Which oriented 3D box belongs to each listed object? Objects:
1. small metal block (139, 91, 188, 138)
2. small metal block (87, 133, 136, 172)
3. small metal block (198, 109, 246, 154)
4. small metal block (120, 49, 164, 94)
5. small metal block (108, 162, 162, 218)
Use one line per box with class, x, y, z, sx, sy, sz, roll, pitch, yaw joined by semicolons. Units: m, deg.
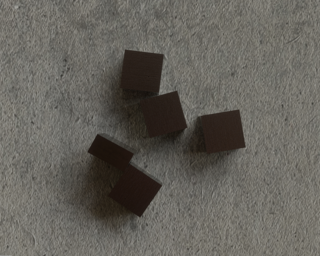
small metal block;0.005;-0.018;0.410;0.050;0.025;0.050;-15;90;0
small metal block;-0.059;0.030;0.397;0.050;0.050;0.025;29;90;0
small metal block;0.081;0.005;0.410;0.050;0.025;0.050;-9;90;0
small metal block;-0.023;-0.073;0.410;0.050;0.025;0.050;7;90;0
small metal block;-0.032;0.080;0.410;0.050;0.025;0.050;34;90;0
